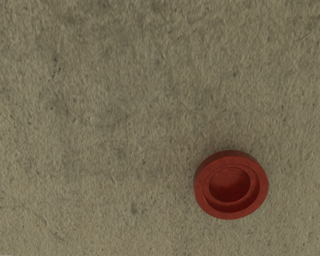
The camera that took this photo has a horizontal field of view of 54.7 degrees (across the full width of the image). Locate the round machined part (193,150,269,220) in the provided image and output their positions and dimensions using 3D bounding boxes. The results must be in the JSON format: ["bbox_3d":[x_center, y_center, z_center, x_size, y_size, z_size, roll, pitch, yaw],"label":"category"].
[{"bbox_3d":[0.095,0.074,0.430,0.099,0.042,0.097,0,110,-1],"label":"round machined part"}]
